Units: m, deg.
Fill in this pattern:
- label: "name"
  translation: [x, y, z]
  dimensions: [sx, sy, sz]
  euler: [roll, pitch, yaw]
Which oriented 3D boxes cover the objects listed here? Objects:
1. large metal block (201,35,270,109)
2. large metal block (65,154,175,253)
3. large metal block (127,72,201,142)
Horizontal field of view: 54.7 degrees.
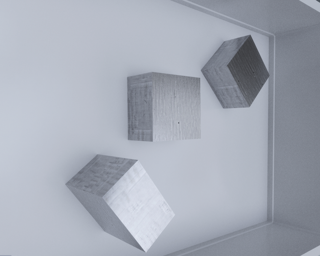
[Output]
- label: "large metal block"
  translation: [0.123, -0.088, 0.496]
  dimensions: [0.080, 0.050, 0.080]
  euler: [-52, 121, -28]
- label: "large metal block"
  translation: [-0.044, 0.078, 0.336]
  dimensions: [0.050, 0.080, 0.080]
  euler: [-46, 118, -30]
- label: "large metal block"
  translation: [0.006, -0.025, 0.397]
  dimensions: [0.081, 0.050, 0.079]
  euler: [-1, 91, -40]
